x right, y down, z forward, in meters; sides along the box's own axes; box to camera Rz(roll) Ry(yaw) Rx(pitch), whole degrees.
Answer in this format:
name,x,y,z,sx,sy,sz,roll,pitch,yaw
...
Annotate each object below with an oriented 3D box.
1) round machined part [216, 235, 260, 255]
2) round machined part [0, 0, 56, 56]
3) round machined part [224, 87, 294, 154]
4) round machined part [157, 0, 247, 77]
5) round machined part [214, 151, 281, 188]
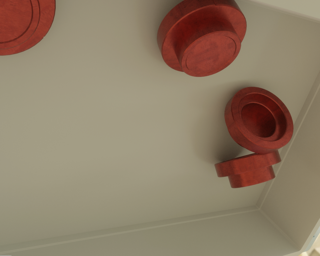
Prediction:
name,x,y,z,sx,sy,sz,roll,pitch,yaw
round machined part,0.160,0.269,0.657,0.099,0.042,0.097,-14,125,-21
round machined part,-0.136,-0.104,0.252,0.099,0.042,0.097,-15,132,-18
round machined part,0.137,-0.007,0.446,0.099,0.098,0.042,-10,158,-24
round machined part,0.049,-0.094,0.342,0.099,0.042,0.098,-14,151,-8
round machined part,0.138,0.064,0.478,0.099,0.098,0.042,-12,82,-22
